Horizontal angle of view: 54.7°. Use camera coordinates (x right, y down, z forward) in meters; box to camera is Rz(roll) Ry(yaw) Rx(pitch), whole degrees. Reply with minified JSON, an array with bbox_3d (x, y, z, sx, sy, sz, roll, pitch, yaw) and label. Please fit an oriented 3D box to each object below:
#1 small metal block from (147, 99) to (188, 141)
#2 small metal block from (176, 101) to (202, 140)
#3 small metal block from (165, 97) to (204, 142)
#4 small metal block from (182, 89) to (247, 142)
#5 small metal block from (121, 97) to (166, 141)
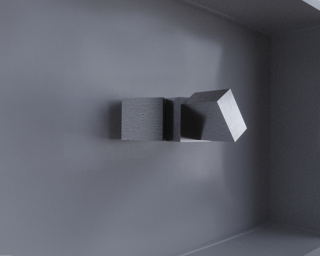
[{"bbox_3d":[0.009,-0.009,0.395,0.025,0.050,0.050,1,89,-40],"label":"small metal block"},{"bbox_3d":[0.038,-0.009,0.417,0.025,0.050,0.050,1,90,-6],"label":"small metal block"},{"bbox_3d":[0.034,-0.009,0.366,0.050,0.025,0.050,1,89,-40],"label":"small metal block"},{"bbox_3d":[0.059,-0.013,0.339,0.025,0.050,0.050,-42,116,-31],"label":"small metal block"},{"bbox_3d":[-0.017,-0.010,0.370,0.025,0.050,0.050,2,89,-74],"label":"small metal block"}]
